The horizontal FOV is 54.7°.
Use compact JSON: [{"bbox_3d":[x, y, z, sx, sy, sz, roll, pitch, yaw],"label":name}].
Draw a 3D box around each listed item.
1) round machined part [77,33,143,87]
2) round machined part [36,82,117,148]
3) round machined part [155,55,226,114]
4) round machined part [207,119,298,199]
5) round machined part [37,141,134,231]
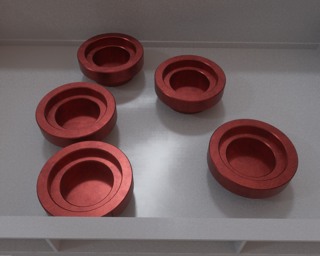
[{"bbox_3d":[-0.074,-0.101,0.478,0.099,0.042,0.098,0,50,0],"label":"round machined part"},{"bbox_3d":[-0.105,-0.012,0.403,0.099,0.042,0.098,0,50,0],"label":"round machined part"},{"bbox_3d":[0.042,-0.058,0.443,0.099,0.042,0.098,0,50,0],"label":"round machined part"},{"bbox_3d":[0.104,0.039,0.363,0.099,0.042,0.098,0,50,0],"label":"round machined part"},{"bbox_3d":[-0.078,0.065,0.338,0.099,0.042,0.098,0,50,0],"label":"round machined part"}]
